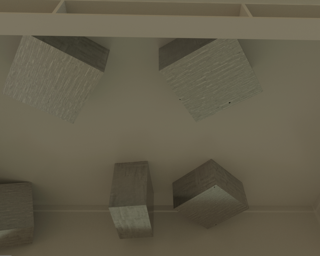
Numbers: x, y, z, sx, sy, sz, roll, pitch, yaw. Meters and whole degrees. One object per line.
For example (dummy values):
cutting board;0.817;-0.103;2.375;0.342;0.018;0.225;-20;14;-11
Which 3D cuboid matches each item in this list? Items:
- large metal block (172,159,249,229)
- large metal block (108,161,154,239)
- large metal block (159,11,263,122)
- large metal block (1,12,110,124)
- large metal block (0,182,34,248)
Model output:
large metal block;0.077;0.105;0.484;0.080;0.050;0.080;-37;121;27
large metal block;-0.039;0.107;0.464;0.050;0.080;0.080;-5;130;3
large metal block;0.054;-0.064;0.339;0.080;0.050;0.080;-26;126;20
large metal block;-0.112;-0.062;0.338;0.080;0.050;0.080;26;125;-21
large metal block;-0.237;0.132;0.467;0.081;0.080;0.050;0;133;-26
